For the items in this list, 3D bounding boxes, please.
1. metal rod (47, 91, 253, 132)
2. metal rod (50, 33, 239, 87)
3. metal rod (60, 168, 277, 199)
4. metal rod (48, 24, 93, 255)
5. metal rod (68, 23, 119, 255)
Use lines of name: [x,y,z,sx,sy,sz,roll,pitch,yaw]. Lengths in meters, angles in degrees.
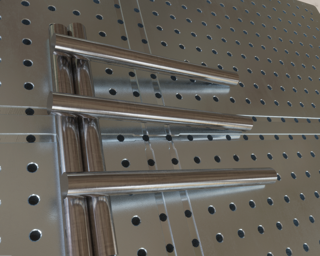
metal rod: [0.011,-0.016,0.406,0.302,0.025,0.025,5,60,-33]
metal rod: [0.000,-0.091,0.447,0.302,0.025,0.025,4,60,-33]
metal rod: [0.036,0.062,0.373,0.302,0.025,0.025,4,60,-34]
metal rod: [-0.105,0.001,0.351,0.025,0.025,0.299,1,61,-28]
metal rod: [-0.084,-0.005,0.366,0.025,0.025,0.299,1,61,-28]
